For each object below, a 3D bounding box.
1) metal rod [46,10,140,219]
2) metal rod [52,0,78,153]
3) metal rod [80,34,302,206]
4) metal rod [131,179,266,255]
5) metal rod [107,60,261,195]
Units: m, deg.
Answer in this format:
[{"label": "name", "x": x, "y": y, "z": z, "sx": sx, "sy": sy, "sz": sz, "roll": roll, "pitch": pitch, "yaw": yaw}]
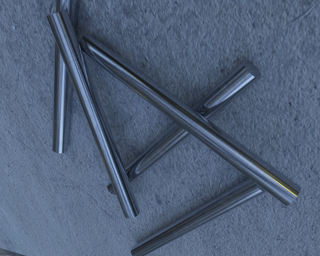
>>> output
[{"label": "metal rod", "x": -0.081, "y": -0.001, "z": 0.415, "sx": 0.025, "sy": 0.025, "sz": 0.298, "roll": -2, "pitch": 117, "yaw": 29}, {"label": "metal rod", "x": -0.132, "y": -0.081, "z": 0.426, "sx": 0.025, "sy": 0.025, "sz": 0.298, "roll": 26, "pitch": 128, "yaw": 12}, {"label": "metal rod", "x": 0.021, "y": -0.019, "z": 0.354, "sx": 0.300, "sy": 0.025, "sz": 0.025, "roll": 38, "pitch": 130, "yaw": 14}, {"label": "metal rod", "x": 0.041, "y": 0.148, "z": 0.476, "sx": 0.025, "sy": 0.025, "sz": 0.299, "roll": 44, "pitch": 129, "yaw": -3}, {"label": "metal rod", "x": 0.010, "y": 0.018, "z": 0.412, "sx": 0.025, "sy": 0.025, "sz": 0.299, "roll": 45, "pitch": 129, "yaw": -3}]
